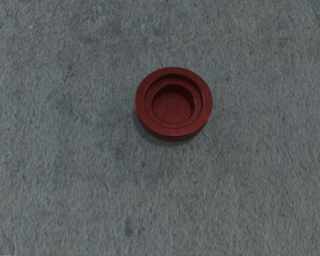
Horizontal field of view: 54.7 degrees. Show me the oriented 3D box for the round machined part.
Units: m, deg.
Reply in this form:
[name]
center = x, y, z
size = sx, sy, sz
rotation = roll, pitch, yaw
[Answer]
[round machined part]
center = 0.017, -0.028, 0.410
size = 0.099, 0.042, 0.098
rotation = 0, 70, -1
